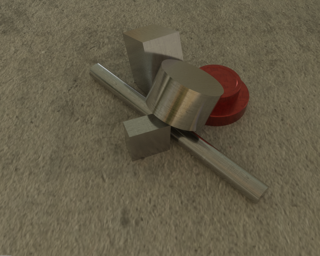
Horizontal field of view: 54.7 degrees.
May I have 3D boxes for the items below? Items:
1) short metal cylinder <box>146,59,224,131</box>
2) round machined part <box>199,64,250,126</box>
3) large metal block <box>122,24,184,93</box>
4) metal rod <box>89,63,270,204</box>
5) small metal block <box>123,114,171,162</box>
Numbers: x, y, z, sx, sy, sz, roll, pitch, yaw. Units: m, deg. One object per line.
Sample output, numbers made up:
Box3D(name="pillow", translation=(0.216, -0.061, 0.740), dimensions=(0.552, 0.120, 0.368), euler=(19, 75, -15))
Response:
Box3D(name="short metal cylinder", translation=(0.029, -0.041, 0.375), dimensions=(0.080, 0.050, 0.080), euler=(19, 31, -12))
Box3D(name="round machined part", translation=(0.077, -0.053, 0.438), dimensions=(0.099, 0.042, 0.098), euler=(0, 50, 0))
Box3D(name="large metal block", translation=(-0.008, -0.095, 0.435), dimensions=(0.050, 0.080, 0.080), euler=(-22, 32, -16))
Box3D(name="metal rod", translation=(0.008, -0.007, 0.411), dimensions=(0.300, 0.025, 0.025), euler=(38, 59, 27))
Box3D(name="small metal block", translation=(-0.016, 0.011, 0.380), dimensions=(0.050, 0.050, 0.025), euler=(-16, 52, -14))
